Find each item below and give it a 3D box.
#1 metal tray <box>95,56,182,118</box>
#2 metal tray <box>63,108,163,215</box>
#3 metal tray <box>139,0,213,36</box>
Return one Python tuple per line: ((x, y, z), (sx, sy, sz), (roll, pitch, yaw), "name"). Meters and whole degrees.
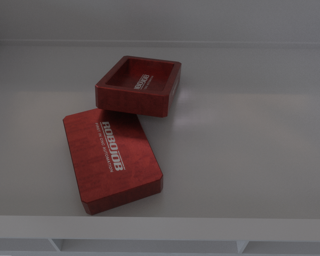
((-0.024, -0.062, 0.425), (0.090, 0.030, 0.130), (9, 30, 7), "metal tray")
((-0.060, 0.030, 0.376), (0.091, 0.030, 0.130), (-16, 52, -13), "metal tray")
((0.032, -0.216, 0.585), (0.131, 0.030, 0.090), (5, 50, 4), "metal tray")
